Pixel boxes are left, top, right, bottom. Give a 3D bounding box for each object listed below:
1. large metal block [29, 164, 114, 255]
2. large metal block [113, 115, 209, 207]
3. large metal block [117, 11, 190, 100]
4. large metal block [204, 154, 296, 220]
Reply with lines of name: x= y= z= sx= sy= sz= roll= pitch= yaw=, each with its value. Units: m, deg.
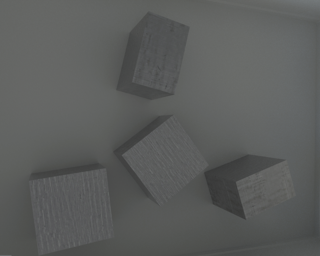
large metal block: x=-0.102 y=0.089 z=0.360 sx=0.081 sy=0.050 sz=0.080 roll=-7 pitch=93 yaw=-20
large metal block: x=0.001 y=0.039 z=0.397 sx=0.080 sy=0.050 sz=0.080 roll=-38 pitch=103 yaw=-16
large metal block: x=-0.011 y=-0.082 z=0.377 sx=0.050 sy=0.080 sz=0.080 roll=14 pitch=85 yaw=-20
large metal block: x=0.121 y=0.076 z=0.426 sx=0.081 sy=0.080 sz=0.050 roll=-18 pitch=97 yaw=-19
